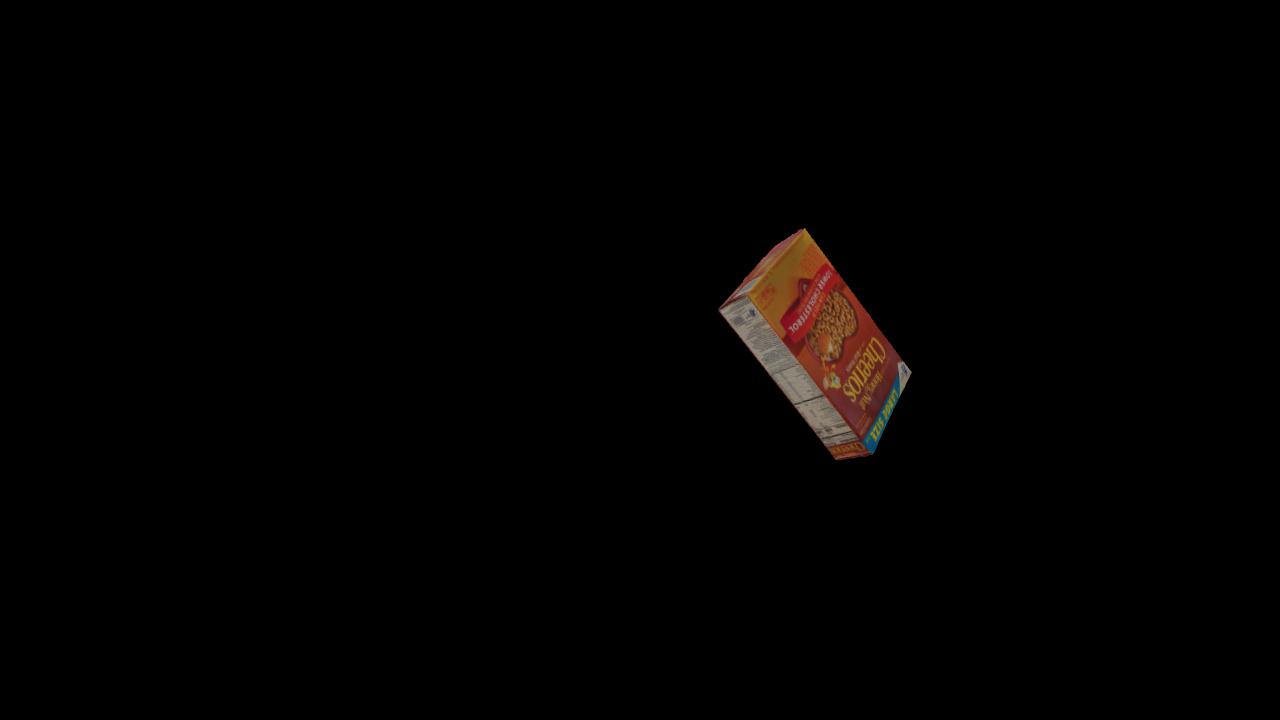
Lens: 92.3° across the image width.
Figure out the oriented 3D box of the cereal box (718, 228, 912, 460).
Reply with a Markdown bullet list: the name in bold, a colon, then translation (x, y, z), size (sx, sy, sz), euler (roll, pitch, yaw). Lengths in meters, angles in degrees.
- **cereal box**: translation (0.279, -0.026, 0.946), size (0.203, 0.306, 0.081), euler (-46, 10, -36)
